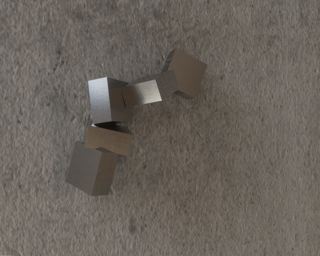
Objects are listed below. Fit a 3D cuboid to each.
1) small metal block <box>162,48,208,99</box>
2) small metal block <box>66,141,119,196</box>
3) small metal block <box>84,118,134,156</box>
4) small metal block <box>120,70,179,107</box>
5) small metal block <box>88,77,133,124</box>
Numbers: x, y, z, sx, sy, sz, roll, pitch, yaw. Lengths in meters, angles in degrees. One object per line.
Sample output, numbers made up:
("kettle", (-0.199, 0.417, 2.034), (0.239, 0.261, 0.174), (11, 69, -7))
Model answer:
("small metal block", (0.030, -0.072, 0.421), (0.050, 0.025, 0.050), (24, 82, -19))
("small metal block", (-0.079, 0.046, 0.361), (0.025, 0.050, 0.050), (11, 94, -51))
("small metal block", (-0.063, 0.010, 0.370), (0.050, 0.050, 0.025), (13, 97, -16))
("small metal block", (-0.012, -0.049, 0.380), (0.050, 0.050, 0.025), (-40, 117, -55))
("small metal block", (-0.058, -0.031, 0.371), (0.025, 0.050, 0.050), (-8, 87, 22))
